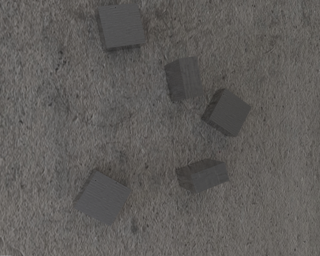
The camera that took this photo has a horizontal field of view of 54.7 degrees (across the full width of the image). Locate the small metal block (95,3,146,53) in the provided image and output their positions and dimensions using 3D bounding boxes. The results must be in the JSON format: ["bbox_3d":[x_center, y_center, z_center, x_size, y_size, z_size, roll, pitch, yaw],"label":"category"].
[{"bbox_3d":[-0.050,-0.126,0.390,0.050,0.025,0.050,-14,95,-20],"label":"small metal block"}]

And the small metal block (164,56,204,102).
[{"bbox_3d":[0.030,-0.063,0.407,0.025,0.050,0.050,-13,95,-20],"label":"small metal block"}]

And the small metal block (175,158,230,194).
[{"bbox_3d":[0.056,0.063,0.416,0.050,0.050,0.025,-17,96,-19],"label":"small metal block"}]

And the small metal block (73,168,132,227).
[{"bbox_3d":[-0.072,0.085,0.383,0.050,0.025,0.050,33,79,-17],"label":"small metal block"}]

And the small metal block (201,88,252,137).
[{"bbox_3d":[0.095,-0.021,0.444,0.050,0.025,0.050,32,80,-17],"label":"small metal block"}]
